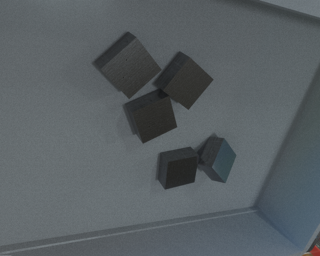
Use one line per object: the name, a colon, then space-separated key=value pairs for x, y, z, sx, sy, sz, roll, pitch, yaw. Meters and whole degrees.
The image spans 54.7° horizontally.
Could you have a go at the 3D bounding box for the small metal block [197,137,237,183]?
small metal block: x=0.088 y=0.049 z=0.472 sx=0.050 sy=0.025 sz=0.050 roll=48 pitch=60 yaw=-39

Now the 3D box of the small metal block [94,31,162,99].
small metal block: x=-0.035 y=-0.069 z=0.346 sx=0.050 sy=0.025 sz=0.050 roll=-42 pitch=130 yaw=1

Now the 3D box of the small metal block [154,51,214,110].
small metal block: x=0.030 y=-0.059 z=0.389 sx=0.050 sy=0.025 sz=0.050 roll=33 pitch=100 yaw=-38

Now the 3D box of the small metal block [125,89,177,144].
small metal block: x=-0.010 y=-0.016 z=0.393 sx=0.050 sy=0.025 sz=0.050 roll=-26 pitch=128 yaw=-13

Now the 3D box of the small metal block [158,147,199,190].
small metal block: x=0.027 y=0.059 z=0.460 sx=0.050 sy=0.025 sz=0.050 roll=-9 pitch=122 yaw=-24
